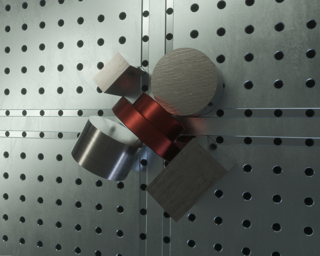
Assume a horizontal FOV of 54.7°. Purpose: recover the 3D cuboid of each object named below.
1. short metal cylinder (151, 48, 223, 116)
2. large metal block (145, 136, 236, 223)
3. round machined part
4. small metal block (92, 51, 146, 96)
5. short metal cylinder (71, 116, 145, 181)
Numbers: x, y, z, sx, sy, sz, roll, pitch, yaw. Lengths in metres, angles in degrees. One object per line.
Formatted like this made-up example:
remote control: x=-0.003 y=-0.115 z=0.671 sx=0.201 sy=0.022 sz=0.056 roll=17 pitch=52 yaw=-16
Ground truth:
short metal cylinder: x=0.035 y=-0.054 z=0.386 sx=0.080 sy=0.050 sz=0.079 roll=0 pitch=90 yaw=19
large metal block: x=0.040 y=0.056 z=0.369 sx=0.050 sy=0.080 sz=0.080 roll=45 pitch=104 yaw=14
round machined part: x=-0.008 y=-0.006 z=0.376 sx=0.098 sy=0.098 sz=0.042 roll=43 pitch=91 yaw=14
small metal block: x=-0.054 y=-0.071 z=0.417 sx=0.050 sy=0.050 sz=0.025 roll=-44 pitch=77 yaw=14
short metal cylinder: x=-0.067 y=0.025 z=0.405 sx=0.080 sy=0.080 sz=0.050 roll=33 pitch=101 yaw=16
